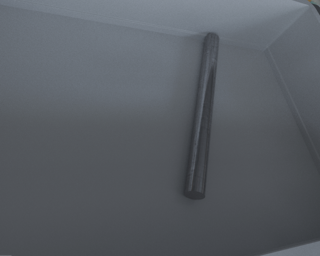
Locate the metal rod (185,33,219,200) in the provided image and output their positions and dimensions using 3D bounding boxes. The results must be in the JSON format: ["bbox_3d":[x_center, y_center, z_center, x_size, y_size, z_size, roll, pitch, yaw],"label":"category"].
[{"bbox_3d":[0.068,-0.038,0.464,0.025,0.025,0.300,23,53,-15],"label":"metal rod"}]
